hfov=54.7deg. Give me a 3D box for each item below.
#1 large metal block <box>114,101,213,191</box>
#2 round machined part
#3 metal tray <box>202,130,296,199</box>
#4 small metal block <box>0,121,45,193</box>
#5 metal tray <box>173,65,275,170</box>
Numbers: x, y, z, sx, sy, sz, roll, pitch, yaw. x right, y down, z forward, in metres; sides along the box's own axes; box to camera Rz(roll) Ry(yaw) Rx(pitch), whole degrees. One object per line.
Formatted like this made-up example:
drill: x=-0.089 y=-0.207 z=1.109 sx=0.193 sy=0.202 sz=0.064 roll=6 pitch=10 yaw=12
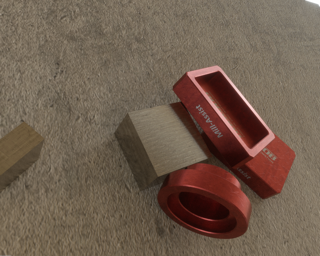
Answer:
large metal block: x=0.003 y=0.020 z=0.377 sx=0.081 sy=0.050 sz=0.080 roll=-15 pitch=69 yaw=-34
round machined part: x=0.050 y=0.076 z=0.338 sx=0.098 sy=0.097 sz=0.042 roll=34 pitch=51 yaw=-6
metal tray: x=0.129 y=0.028 z=0.453 sx=0.130 sy=0.030 sz=0.090 roll=42 pitch=51 yaw=1
small metal block: x=-0.141 y=0.028 z=0.294 sx=0.025 sy=0.050 sz=0.050 roll=41 pitch=51 yaw=-1
metal tray: x=0.086 y=-0.020 z=0.406 sx=0.091 sy=0.030 sz=0.130 roll=-24 pitch=74 yaw=-50
